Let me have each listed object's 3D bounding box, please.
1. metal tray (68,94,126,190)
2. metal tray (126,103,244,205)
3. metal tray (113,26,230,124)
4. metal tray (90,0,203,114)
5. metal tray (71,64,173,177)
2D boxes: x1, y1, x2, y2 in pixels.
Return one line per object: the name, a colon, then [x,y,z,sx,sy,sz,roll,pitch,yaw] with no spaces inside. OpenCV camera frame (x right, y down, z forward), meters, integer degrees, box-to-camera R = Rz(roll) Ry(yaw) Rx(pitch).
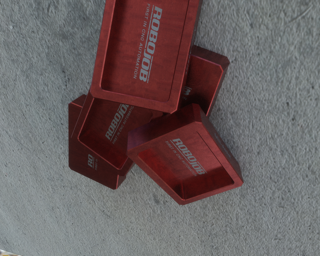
metal tray: [-0.091,0.024,0.465,0.090,0.030,0.129,22,127,14]
metal tray: [0.033,0.038,0.366,0.090,0.030,0.130,-24,131,19]
metal tray: [0.004,-0.060,0.365,0.130,0.030,0.089,24,127,13]
metal tray: [-0.013,-0.086,0.313,0.090,0.030,0.129,12,96,9]
metal tray: [-0.052,-0.007,0.388,0.090,0.030,0.129,36,129,4]
